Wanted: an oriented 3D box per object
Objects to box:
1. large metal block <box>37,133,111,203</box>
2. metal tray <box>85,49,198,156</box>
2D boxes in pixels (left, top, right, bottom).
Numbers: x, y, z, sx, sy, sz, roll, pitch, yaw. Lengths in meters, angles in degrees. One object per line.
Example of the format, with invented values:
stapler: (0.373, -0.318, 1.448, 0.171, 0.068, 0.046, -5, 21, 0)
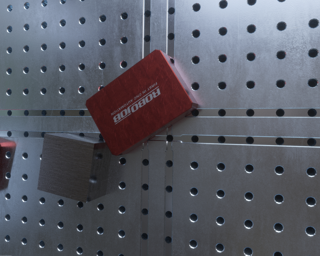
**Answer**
large metal block: (-0.120, 0.053, 0.442, 0.080, 0.050, 0.079, 9, 93, 19)
metal tray: (-0.027, -0.032, 0.419, 0.130, 0.030, 0.090, -33, 80, 17)
